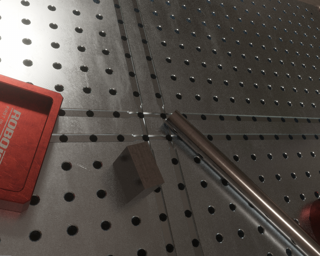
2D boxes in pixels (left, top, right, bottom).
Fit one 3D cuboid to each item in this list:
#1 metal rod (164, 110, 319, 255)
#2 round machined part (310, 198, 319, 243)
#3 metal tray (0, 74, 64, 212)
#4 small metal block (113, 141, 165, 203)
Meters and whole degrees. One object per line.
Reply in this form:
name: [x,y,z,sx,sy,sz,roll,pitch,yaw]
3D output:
metal rod: [0.123,0.086,0.424,0.300,0.025,0.025,43,51,1]
round machined part: [0.278,0.146,0.461,0.099,0.042,0.098,14,56,-21]
metal tray: [-0.160,0.010,0.312,0.091,0.030,0.130,18,55,-18]
small metal block: [-0.026,0.050,0.349,0.025,0.050,0.050,-12,68,-34]
